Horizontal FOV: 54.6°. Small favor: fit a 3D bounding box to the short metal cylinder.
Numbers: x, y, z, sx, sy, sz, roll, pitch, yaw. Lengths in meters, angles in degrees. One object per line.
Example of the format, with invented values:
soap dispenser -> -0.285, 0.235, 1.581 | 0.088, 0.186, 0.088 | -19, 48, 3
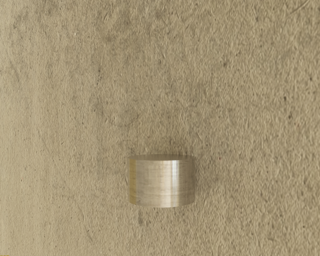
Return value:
short metal cylinder -> 0.002, 0.059, 0.369 | 0.080, 0.081, 0.050 | 0, 90, 40
